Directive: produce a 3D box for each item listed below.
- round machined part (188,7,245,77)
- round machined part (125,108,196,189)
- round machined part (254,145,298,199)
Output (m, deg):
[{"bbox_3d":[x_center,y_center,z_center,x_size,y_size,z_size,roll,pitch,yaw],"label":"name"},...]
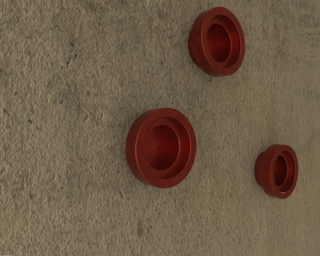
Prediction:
[{"bbox_3d":[0.080,-0.124,0.460,0.099,0.042,0.097,0,90,-40],"label":"round machined part"},{"bbox_3d":[-0.003,0.024,0.391,0.099,0.042,0.097,0,90,-40],"label":"round machined part"},{"bbox_3d":[0.211,0.078,0.570,0.099,0.042,0.097,0,90,-40],"label":"round machined part"}]
